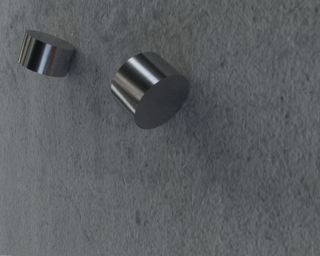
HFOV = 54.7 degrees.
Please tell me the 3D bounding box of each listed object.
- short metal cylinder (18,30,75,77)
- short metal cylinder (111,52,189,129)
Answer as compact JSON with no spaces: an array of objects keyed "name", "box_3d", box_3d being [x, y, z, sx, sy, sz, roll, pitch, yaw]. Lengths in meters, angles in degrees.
[{"name":"short metal cylinder","box_3d":[-0.191,-0.126,0.524,0.080,0.081,0.050,37,113,33]},{"name":"short metal cylinder","box_3d":[-0.011,-0.045,0.377,0.050,0.081,0.080,47,118,29]}]
